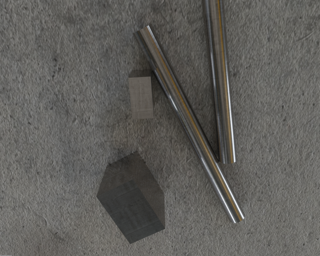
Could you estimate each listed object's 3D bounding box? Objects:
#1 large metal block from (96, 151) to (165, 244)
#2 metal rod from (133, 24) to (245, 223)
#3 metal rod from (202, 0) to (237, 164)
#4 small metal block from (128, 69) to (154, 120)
[{"bbox_3d":[-0.035,0.089,0.413,0.050,0.080,0.080,-27,108,9],"label":"large metal block"},{"bbox_3d":[0.046,0.007,0.413,0.025,0.025,0.299,-26,109,9],"label":"metal rod"},{"bbox_3d":[0.070,-0.094,0.375,0.025,0.025,0.298,-9,110,3],"label":"metal rod"},{"bbox_3d":[-0.022,-0.043,0.380,0.025,0.050,0.050,-3,110,1],"label":"small metal block"}]
